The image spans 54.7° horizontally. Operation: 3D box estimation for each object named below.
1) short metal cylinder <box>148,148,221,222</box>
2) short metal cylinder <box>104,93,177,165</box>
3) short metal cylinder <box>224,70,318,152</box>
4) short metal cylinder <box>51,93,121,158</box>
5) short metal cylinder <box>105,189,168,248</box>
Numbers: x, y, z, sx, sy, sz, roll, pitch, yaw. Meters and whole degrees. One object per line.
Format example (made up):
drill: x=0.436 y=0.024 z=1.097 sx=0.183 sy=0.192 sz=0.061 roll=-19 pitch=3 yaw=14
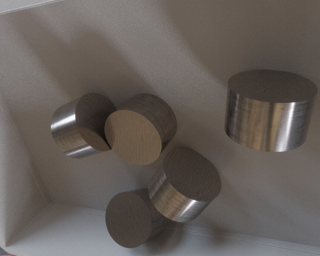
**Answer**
short metal cylinder: x=0.031 y=0.073 z=0.401 sx=0.080 sy=0.080 sz=0.050 roll=34 pitch=129 yaw=5
short metal cylinder: x=-0.024 y=0.001 z=0.405 sx=0.080 sy=0.050 sz=0.079 roll=13 pitch=124 yaw=20
short metal cylinder: x=0.106 y=-0.020 z=0.305 sx=0.080 sy=0.080 sz=0.050 roll=11 pitch=123 yaw=22
short metal cylinder: x=-0.098 y=-0.002 z=0.422 sx=0.050 sy=0.080 sz=0.080 roll=-18 pitch=109 yaw=35
short metal cylinder: x=-0.035 y=0.134 z=0.470 sx=0.080 sy=0.050 sz=0.080 roll=-3 pitch=85 yaw=28
